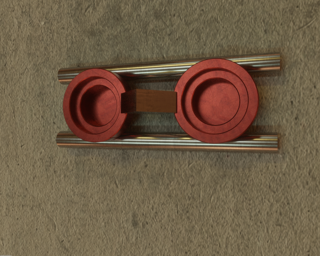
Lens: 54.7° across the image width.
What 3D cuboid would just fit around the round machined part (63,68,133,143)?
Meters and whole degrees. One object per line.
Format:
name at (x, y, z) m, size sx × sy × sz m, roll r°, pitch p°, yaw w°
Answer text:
round machined part at (-0.079, -0.030, 0.424) m, size 0.098 × 0.042 × 0.097 m, roll 0°, pitch 90°, yaw 20°

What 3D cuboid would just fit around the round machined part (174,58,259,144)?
round machined part at (0.068, -0.031, 0.371) m, size 0.098 × 0.042 × 0.097 m, roll 0°, pitch 90°, yaw 20°

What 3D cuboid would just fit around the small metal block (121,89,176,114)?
small metal block at (-0.015, -0.030, 0.374) m, size 0.050 × 0.050 × 0.025 m, roll -1°, pitch 89°, yaw 63°

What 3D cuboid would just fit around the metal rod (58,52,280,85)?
metal rod at (-0.002, -0.076, 0.410) m, size 0.301 × 0.025 × 0.025 m, roll 0°, pitch 90°, yaw 19°

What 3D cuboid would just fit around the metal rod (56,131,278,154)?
metal rod at (-0.005, 0.017, 0.411) m, size 0.301 × 0.025 × 0.025 m, roll 0°, pitch 90°, yaw 19°
